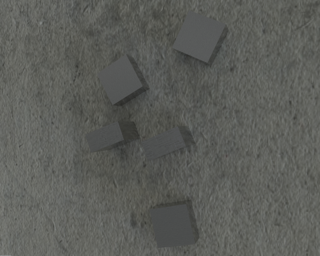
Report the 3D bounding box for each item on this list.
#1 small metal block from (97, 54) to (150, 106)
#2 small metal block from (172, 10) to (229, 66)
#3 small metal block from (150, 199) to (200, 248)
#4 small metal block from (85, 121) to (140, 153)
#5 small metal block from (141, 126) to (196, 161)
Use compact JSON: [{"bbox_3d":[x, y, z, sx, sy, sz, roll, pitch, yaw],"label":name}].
[{"bbox_3d":[-0.050,-0.064,0.426,0.050,0.025,0.050,-30,81,17],"label":"small metal block"},{"bbox_3d":[0.051,-0.112,0.391,0.050,0.025,0.050,28,99,17],"label":"small metal block"},{"bbox_3d":[0.019,0.124,0.402,0.050,0.025,0.050,-14,86,19],"label":"small metal block"},{"bbox_3d":[-0.062,0.011,0.417,0.050,0.050,0.025,-21,83,18],"label":"small metal block"},{"bbox_3d":[0.012,0.019,0.391,0.050,0.050,0.025,-24,82,18],"label":"small metal block"}]
